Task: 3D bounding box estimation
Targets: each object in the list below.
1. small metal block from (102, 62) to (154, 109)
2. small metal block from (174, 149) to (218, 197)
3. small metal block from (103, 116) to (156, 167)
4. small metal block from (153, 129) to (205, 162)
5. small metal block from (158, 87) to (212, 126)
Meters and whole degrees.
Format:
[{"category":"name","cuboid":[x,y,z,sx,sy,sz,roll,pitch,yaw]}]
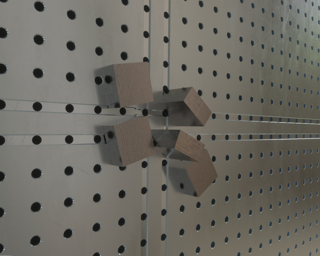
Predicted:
[{"category":"small metal block","cuboid":[-0.038,-0.053,0.379,0.050,0.025,0.050,-15,100,-39]},{"category":"small metal block","cuboid":[0.054,0.065,0.457,0.050,0.025,0.050,-38,114,-34]},{"category":"small metal block","cuboid":[-0.037,0.015,0.380,0.050,0.025,0.050,-19,102,-39]},{"category":"small metal block","cuboid":[0.023,0.023,0.414,0.050,0.050,0.025,30,71,-36]},{"category":"small metal block","cuboid":[0.034,-0.028,0.424,0.050,0.050,0.025,48,62,-30]}]
